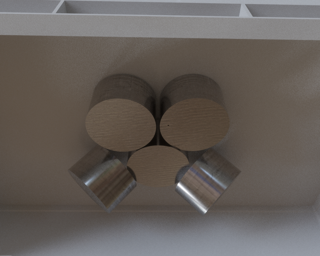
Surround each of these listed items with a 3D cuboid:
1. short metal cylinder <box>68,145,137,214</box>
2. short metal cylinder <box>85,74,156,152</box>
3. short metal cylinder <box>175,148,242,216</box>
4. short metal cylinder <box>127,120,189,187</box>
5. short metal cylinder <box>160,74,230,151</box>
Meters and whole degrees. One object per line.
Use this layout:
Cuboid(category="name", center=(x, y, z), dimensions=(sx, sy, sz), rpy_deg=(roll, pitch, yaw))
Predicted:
Cuboid(category="short metal cylinder", center=(-0.078, 0.069, 0.421), dimensions=(0.050, 0.080, 0.080), rpy_deg=(-44, 132, -22))
Cuboid(category="short metal cylinder", center=(-0.045, -0.017, 0.374), dimensions=(0.081, 0.050, 0.079), rpy_deg=(0, 130, 0))
Cuboid(category="short metal cylinder", center=(0.066, 0.074, 0.427), dimensions=(0.050, 0.081, 0.079), rpy_deg=(40, 129, 18))
Cuboid(category="short metal cylinder", center=(-0.002, 0.035, 0.418), dimensions=(0.081, 0.050, 0.079), rpy_deg=(0, 130, 0))
Cuboid(category="short metal cylinder", center=(0.040, -0.018, 0.376), dimensions=(0.081, 0.050, 0.079), rpy_deg=(0, 130, 0))
